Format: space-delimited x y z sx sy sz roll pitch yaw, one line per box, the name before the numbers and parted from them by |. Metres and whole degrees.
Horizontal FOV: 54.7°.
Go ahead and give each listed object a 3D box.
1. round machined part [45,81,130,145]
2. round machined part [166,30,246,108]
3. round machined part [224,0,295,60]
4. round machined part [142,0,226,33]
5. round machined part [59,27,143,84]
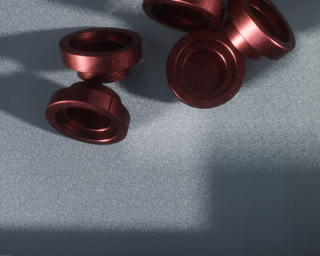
round machined part | -0.085 -0.021 0.381 0.099 0.098 0.042 9 59 -1
round machined part | 0.057 -0.073 0.404 0.099 0.042 0.097 0 90 -1
round machined part | 0.119 -0.124 0.387 0.098 0.099 0.042 51 133 0
round machined part | 0.031 -0.153 0.376 0.099 0.098 0.042 15 90 -1
round machined part | -0.071 -0.089 0.384 0.099 0.098 0.042 0 126 -1
